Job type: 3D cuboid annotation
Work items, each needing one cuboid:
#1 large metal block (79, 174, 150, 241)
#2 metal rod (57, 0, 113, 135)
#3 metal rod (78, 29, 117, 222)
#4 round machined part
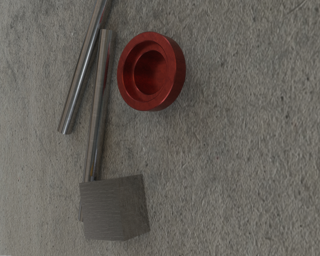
[{"bbox_3d":[-0.066,0.112,0.441,0.080,0.050,0.080,-14,81,39],"label":"large metal block"},{"bbox_3d":[-0.113,-0.126,0.494,0.025,0.025,0.298,34,111,34],"label":"metal rod"},{"bbox_3d":[-0.098,0.001,0.483,0.025,0.025,0.298,14,99,39],"label":"metal rod"},{"bbox_3d":[-0.006,-0.070,0.397,0.098,0.042,0.097,0,90,39],"label":"round machined part"}]
